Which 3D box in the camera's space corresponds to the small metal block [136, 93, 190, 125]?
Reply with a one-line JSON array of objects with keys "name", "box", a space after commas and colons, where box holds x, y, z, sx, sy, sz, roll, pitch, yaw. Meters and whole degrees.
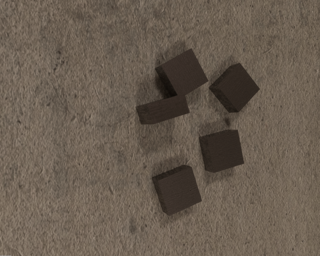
[{"name": "small metal block", "box": [0.002, -0.024, 0.398, 0.050, 0.050, 0.025, -18, 97, -19]}]

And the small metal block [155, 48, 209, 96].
[{"name": "small metal block", "box": [0.030, -0.072, 0.421, 0.050, 0.025, 0.050, -33, 101, -17]}]

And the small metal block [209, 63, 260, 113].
[{"name": "small metal block", "box": [0.108, -0.058, 0.451, 0.050, 0.025, 0.050, -46, 105, -15]}]

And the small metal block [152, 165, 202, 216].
[{"name": "small metal block", "box": [0.023, 0.083, 0.419, 0.050, 0.025, 0.050, -19, 97, -19]}]

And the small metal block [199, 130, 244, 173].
[{"name": "small metal block", "box": [0.088, 0.032, 0.443, 0.050, 0.025, 0.050, -13, 95, -20]}]
